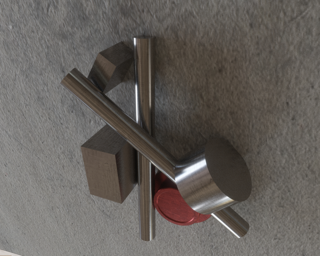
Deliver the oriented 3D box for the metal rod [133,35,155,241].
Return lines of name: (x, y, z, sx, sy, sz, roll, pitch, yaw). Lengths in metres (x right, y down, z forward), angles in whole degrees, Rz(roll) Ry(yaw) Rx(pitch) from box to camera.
metal rod: (-0.019, 0.031, 0.416, 0.025, 0.025, 0.298, 11, 117, 22)

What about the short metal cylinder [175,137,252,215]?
short metal cylinder: (0.065, 0.058, 0.374, 0.080, 0.080, 0.050, 49, 129, -6)

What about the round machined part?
round machined part: (0.030, 0.100, 0.443, 0.098, 0.042, 0.097, 13, 124, 20)

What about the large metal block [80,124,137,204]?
large metal block: (-0.058, 0.042, 0.428, 0.050, 0.080, 0.079, 11, 123, 22)

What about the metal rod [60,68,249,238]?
metal rod: (0.003, 0.039, 0.385, 0.300, 0.025, 0.025, 43, 130, -13)

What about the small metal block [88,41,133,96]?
small metal block: (-0.059, -0.072, 0.377, 0.025, 0.050, 0.050, 39, 129, 2)
